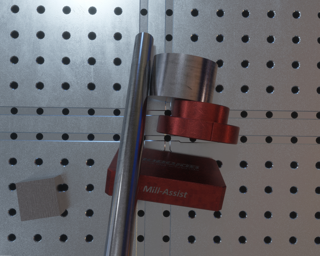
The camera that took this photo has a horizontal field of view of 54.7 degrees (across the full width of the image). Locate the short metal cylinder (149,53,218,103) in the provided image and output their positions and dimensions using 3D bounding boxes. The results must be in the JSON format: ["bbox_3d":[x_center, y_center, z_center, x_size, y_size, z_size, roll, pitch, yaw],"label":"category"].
[{"bbox_3d":[0.028,-0.058,0.386,0.081,0.080,0.050,9,90,-1],"label":"short metal cylinder"}]

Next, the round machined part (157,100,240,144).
[{"bbox_3d":[0.048,-0.009,0.377,0.099,0.098,0.042,9,90,-1],"label":"round machined part"}]

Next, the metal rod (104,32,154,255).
[{"bbox_3d":[-0.030,0.009,0.339,0.025,0.025,0.299,4,59,0],"label":"metal rod"}]

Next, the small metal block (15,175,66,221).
[{"bbox_3d":[-0.158,0.092,0.411,0.050,0.025,0.050,-8,90,-1],"label":"small metal block"}]

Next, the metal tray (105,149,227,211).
[{"bbox_3d":[0.007,0.058,0.378,0.131,0.090,0.030,9,104,-1],"label":"metal tray"}]
